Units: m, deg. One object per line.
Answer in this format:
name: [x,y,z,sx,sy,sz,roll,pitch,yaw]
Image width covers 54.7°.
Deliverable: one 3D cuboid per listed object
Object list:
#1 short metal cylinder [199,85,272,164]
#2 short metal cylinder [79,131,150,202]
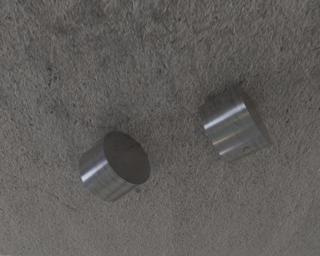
short metal cylinder: [0.090,-0.005,0.368,0.050,0.080,0.080,-30,124,23]
short metal cylinder: [-0.059,0.051,0.414,0.080,0.080,0.050,37,121,-27]
